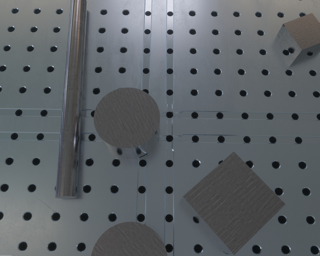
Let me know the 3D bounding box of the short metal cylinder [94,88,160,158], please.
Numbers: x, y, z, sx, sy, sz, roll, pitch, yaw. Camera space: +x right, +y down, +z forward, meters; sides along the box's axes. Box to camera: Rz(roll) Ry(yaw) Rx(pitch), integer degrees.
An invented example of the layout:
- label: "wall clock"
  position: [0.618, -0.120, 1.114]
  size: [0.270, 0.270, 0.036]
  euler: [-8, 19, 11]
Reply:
- label: "short metal cylinder"
  position: [-0.040, -0.005, 0.400]
  size: [0.081, 0.050, 0.080]
  euler: [0, 70, 0]

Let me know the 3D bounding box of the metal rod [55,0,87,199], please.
- label: "metal rod"
  position: [-0.121, -0.055, 0.430]
  size: [0.025, 0.025, 0.299]
  euler: [-2, 70, -1]

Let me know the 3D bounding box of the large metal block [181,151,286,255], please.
- label: "large metal block"
  position: [0.082, 0.089, 0.367]
  size: [0.080, 0.050, 0.080]
  euler: [-39, 75, -13]

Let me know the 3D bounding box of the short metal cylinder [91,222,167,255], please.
- label: "short metal cylinder"
  position: [-0.032, 0.147, 0.344]
  size: [0.081, 0.050, 0.080]
  euler: [0, 70, 0]

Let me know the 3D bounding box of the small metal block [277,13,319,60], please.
- label: "small metal block"
  position: [0.215, -0.137, 0.464]
  size: [0.050, 0.025, 0.050]
  euler: [-22, 72, -8]
